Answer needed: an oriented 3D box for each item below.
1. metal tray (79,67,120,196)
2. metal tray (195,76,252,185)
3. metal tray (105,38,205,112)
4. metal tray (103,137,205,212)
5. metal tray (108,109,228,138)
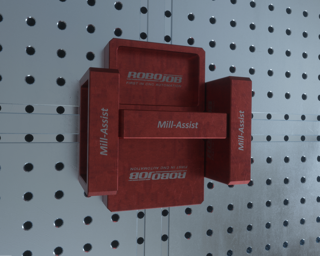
[{"bbox_3d":[-0.072,0.004,0.352,0.030,0.090,0.129,1,90,-20],"label":"metal tray"},{"bbox_3d":[0.081,0.003,0.409,0.030,0.090,0.129,1,90,-20],"label":"metal tray"},{"bbox_3d":[-0.005,-0.064,0.409,0.131,0.030,0.089,1,90,-21],"label":"metal tray"},{"bbox_3d":[-0.006,0.057,0.407,0.131,0.030,0.089,1,90,-21],"label":"metal tray"},{"bbox_3d":[0.004,-0.004,0.379,0.131,0.090,0.030,1,90,-20],"label":"metal tray"}]
